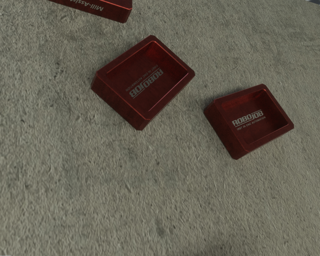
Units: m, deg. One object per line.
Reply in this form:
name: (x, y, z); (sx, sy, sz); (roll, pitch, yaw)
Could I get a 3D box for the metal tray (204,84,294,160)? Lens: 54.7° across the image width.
metal tray: (0.141, -0.014, 0.484); (0.131, 0.030, 0.090); (-20, 72, -35)

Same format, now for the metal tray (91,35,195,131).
metal tray: (-0.019, -0.067, 0.430); (0.090, 0.030, 0.131); (42, 51, 1)

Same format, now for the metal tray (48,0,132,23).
metal tray: (-0.109, -0.220, 0.476); (0.131, 0.030, 0.090); (10, 57, -23)
